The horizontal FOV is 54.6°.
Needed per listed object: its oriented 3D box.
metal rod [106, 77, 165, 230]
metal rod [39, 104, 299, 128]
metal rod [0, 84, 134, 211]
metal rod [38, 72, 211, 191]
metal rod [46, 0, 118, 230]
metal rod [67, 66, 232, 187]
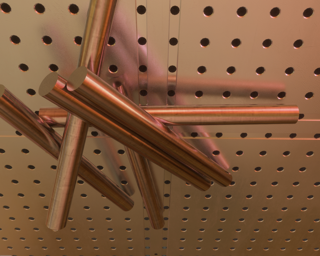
[{"bbox_3d":[-0.029,0.059,0.461,0.025,0.025,0.299,-8,130,6],"label":"metal rod"},{"bbox_3d":[0.014,-0.015,0.370,0.302,0.025,0.025,-1,130,-4],"label":"metal rod"},{"bbox_3d":[-0.105,0.049,0.404,0.025,0.025,0.300,-16,143,13],"label":"metal rod"},{"bbox_3d":[-0.015,0.024,0.380,0.025,0.025,0.301,-29,141,22],"label":"metal rod"},{"bbox_3d":[-0.086,-0.017,0.333,0.025,0.025,0.298,13,110,-11],"label":"metal rod"},{"bbox_3d":[0.014,0.018,0.374,0.025,0.025,0.301,-30,140,23],"label":"metal rod"}]
